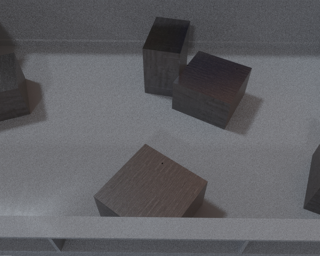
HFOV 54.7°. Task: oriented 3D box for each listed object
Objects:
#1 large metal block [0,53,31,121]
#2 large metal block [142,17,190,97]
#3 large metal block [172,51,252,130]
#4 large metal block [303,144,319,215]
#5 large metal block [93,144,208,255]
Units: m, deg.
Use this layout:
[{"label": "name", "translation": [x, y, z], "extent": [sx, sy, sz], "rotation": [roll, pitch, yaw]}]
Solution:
[{"label": "large metal block", "translation": [-0.234, -0.054, 0.432], "extent": [0.081, 0.050, 0.080], "rotation": [-16, 52, -13]}, {"label": "large metal block", "translation": [0.010, -0.104, 0.457], "extent": [0.050, 0.080, 0.080], "rotation": [10, 51, 8]}, {"label": "large metal block", "translation": [0.072, -0.055, 0.436], "extent": [0.080, 0.050, 0.080], "rotation": [23, 54, 18]}, {"label": "large metal block", "translation": [0.214, 0.059, 0.340], "extent": [0.080, 0.050, 0.080], "rotation": [19, 53, 15]}, {"label": "large metal block", "translation": [-0.008, 0.076, 0.325], "extent": [0.080, 0.050, 0.080], "rotation": [30, 56, 22]}]
